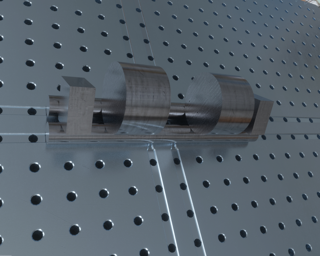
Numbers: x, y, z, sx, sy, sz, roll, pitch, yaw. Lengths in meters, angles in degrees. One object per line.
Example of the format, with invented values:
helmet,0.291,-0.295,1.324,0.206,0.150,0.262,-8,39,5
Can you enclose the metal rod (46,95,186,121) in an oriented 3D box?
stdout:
metal rod,0.005,-0.023,0.425,0.303,0.025,0.025,1,62,-28

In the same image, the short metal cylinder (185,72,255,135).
short metal cylinder,0.075,-0.031,0.404,0.050,0.080,0.080,1,62,-28

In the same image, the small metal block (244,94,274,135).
small metal block,0.130,-0.022,0.446,0.025,0.050,0.050,0,21,-28

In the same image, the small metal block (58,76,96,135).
small metal block,-0.090,-0.025,0.330,0.025,0.050,0.050,1,20,-28

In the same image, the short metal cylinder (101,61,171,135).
short metal cylinder,-0.029,-0.032,0.348,0.050,0.080,0.080,1,62,-28

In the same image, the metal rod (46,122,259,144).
metal rod,0.010,0.007,0.409,0.303,0.025,0.025,1,62,-28
